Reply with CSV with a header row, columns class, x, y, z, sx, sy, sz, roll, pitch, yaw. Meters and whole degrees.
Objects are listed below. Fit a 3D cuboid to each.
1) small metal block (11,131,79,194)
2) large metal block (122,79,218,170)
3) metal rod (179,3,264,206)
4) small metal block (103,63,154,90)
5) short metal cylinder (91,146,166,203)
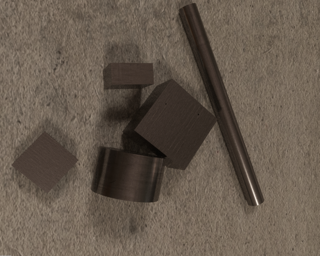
class,x,y,z,sx,sy,sz,roll,pitch,yaw
small metal block,-0.133,0.039,0.360,0.050,0.025,0.050,45,76,-15
large metal block,0.013,-0.003,0.399,0.080,0.050,0.080,40,73,-16
metal rod,0.091,-0.028,0.443,0.025,0.025,0.298,-24,98,-19
small metal block,-0.040,-0.063,0.382,0.050,0.050,0.025,-4,92,-20
short metal cylinder,-0.037,0.053,0.367,0.081,0.080,0.050,12,87,-20
